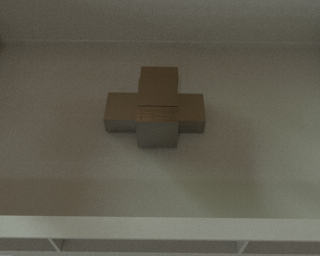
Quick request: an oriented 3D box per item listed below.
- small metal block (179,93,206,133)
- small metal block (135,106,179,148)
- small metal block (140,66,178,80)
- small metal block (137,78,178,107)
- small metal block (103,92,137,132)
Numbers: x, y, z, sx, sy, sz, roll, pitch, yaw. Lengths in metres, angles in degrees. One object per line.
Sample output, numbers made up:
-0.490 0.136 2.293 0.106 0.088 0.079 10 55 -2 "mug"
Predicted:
0.034 -0.020 0.420 0.050 0.025 0.050 1 50 0 "small metal block"
-0.003 -0.001 0.385 0.050 0.050 0.025 1 50 0 "small metal block"
-0.001 -0.059 0.435 0.050 0.050 0.025 1 50 0 "small metal block"
-0.003 -0.038 0.401 0.050 0.025 0.050 1 50 0 "small metal block"
-0.047 -0.022 0.420 0.050 0.025 0.050 1 50 0 "small metal block"
